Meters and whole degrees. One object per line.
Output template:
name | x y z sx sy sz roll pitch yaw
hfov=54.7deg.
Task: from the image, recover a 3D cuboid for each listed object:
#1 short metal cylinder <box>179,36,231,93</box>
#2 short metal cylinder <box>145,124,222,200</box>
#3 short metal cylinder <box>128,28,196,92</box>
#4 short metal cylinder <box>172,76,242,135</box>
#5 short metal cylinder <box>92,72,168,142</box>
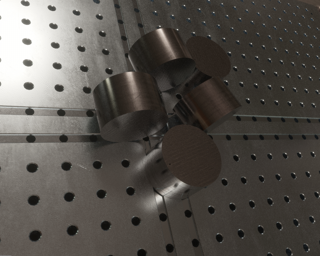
short metal cylinder | 0.063 -0.097 0.487 0.081 0.050 0.080 14 56 -21
short metal cylinder | 0.028 0.042 0.383 0.081 0.050 0.080 14 56 -21
short metal cylinder | 0.003 -0.092 0.432 0.081 0.080 0.050 -12 68 -33
short metal cylinder | 0.065 -0.026 0.425 0.081 0.080 0.050 -26 77 -37
short metal cylinder | -0.036 -0.023 0.369 0.081 0.080 0.050 -3 64 -30
